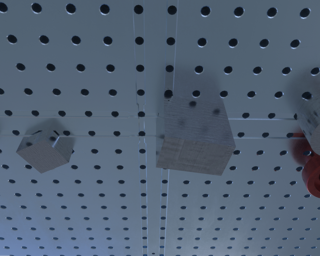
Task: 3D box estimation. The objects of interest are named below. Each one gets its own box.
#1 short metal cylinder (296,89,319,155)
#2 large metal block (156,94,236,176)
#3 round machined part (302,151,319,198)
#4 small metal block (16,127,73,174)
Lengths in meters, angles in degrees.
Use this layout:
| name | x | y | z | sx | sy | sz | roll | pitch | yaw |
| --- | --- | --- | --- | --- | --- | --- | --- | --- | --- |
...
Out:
| name | x | y | z | sx | sy | sz | roll | pitch | yaw |
| --- | --- | --- | --- | --- | --- | --- | --- | --- | --- |
| short metal cylinder | 0.223 | -0.008 | 0.392 | 0.081 | 0.050 | 0.079 | 0 | 130 | 0 |
| large metal block | 0.039 | 0.008 | 0.383 | 0.081 | 0.080 | 0.050 | 9 | 130 | -8 |
| round machined part | 0.259 | 0.058 | 0.455 | 0.099 | 0.042 | 0.097 | -1 | 130 | 0 |
| small metal block | -0.162 | 0.033 | 0.437 | 0.050 | 0.025 | 0.050 | -22 | 127 | 17 |
